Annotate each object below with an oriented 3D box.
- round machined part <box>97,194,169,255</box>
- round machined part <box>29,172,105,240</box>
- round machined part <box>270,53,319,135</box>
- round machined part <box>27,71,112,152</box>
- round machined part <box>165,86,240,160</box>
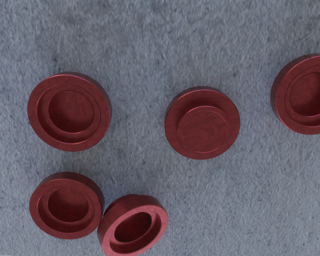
[{"bbox_3d":[-0.041,0.132,0.435,0.099,0.042,0.097,-16,126,-23],"label":"round machined part"},{"bbox_3d":[-0.127,0.104,0.437,0.099,0.042,0.097,0,110,-1],"label":"round machined part"},{"bbox_3d":[0.187,-0.044,0.387,0.099,0.042,0.097,0,110,-1],"label":"round machined part"},{"bbox_3d":[-0.110,-0.023,0.391,0.099,0.042,0.097,0,110,-1],"label":"round machined part"},{"bbox_3d":[0.055,-0.002,0.401,0.099,0.042,0.097,0,110,-1],"label":"round machined part"}]
